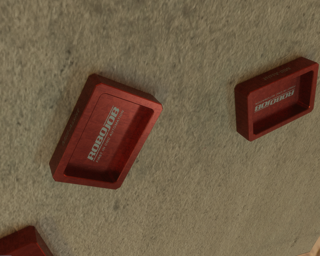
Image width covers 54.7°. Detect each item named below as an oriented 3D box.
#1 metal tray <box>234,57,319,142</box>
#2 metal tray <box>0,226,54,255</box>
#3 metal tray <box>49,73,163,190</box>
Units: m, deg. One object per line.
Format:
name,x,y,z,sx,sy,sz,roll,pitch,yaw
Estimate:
metal tray,0.179,-0.044,0.476,0.131,0.030,0.089,-24,128,-14
metal tray,-0.192,0.202,0.424,0.091,0.030,0.129,-23,127,-15
metal tray,-0.065,0.010,0.374,0.091,0.030,0.129,17,109,-35
